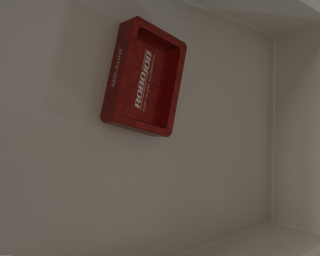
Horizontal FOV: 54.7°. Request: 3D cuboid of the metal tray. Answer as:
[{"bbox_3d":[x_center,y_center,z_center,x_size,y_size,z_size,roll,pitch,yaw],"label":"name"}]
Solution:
[{"bbox_3d":[-0.017,-0.060,0.390,0.091,0.030,0.129,17,79,-39],"label":"metal tray"}]
